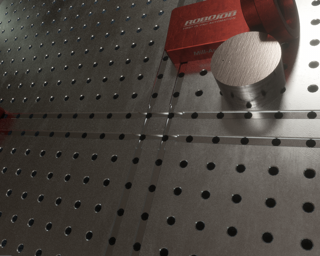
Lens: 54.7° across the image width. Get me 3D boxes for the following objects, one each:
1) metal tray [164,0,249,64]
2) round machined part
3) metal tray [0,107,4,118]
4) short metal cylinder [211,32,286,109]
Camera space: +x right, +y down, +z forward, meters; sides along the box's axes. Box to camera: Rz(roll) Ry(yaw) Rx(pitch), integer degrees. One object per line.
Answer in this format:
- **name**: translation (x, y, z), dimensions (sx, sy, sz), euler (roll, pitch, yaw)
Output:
- **metal tray**: translation (0.077, -0.147, 0.454), dimensions (0.130, 0.030, 0.090), euler (-4, 60, 25)
- **round machined part**: translation (0.135, -0.151, 0.386), dimensions (0.042, 0.098, 0.098), euler (-15, 54, 40)
- **metal tray**: translation (-0.365, 0.008, 0.587), dimensions (0.090, 0.030, 0.130), euler (9, 66, 31)
- **short metal cylinder**: translation (0.108, -0.070, 0.378), dimensions (0.080, 0.050, 0.080), euler (-13, 56, 21)
